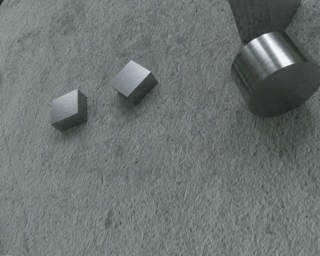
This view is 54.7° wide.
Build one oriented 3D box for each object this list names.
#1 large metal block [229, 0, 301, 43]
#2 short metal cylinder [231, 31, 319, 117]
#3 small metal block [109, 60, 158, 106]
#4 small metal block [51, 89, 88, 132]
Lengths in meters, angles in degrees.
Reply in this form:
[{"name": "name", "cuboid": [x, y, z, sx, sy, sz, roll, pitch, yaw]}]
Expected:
[{"name": "large metal block", "cuboid": [0.137, -0.165, 0.398, 0.050, 0.080, 0.080, 22, 74, 36]}, {"name": "short metal cylinder", "cuboid": [0.125, -0.057, 0.338, 0.080, 0.080, 0.050, -26, 53, 12]}, {"name": "small metal block", "cuboid": [-0.040, -0.068, 0.467, 0.050, 0.025, 0.050, -48, 51, -6]}, {"name": "small metal block", "cuboid": [-0.145, -0.028, 0.497, 0.050, 0.025, 0.050, -22, 54, 15]}]
